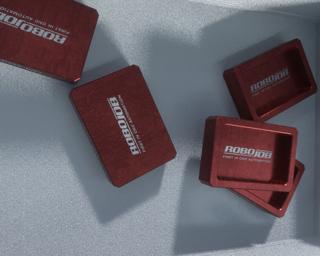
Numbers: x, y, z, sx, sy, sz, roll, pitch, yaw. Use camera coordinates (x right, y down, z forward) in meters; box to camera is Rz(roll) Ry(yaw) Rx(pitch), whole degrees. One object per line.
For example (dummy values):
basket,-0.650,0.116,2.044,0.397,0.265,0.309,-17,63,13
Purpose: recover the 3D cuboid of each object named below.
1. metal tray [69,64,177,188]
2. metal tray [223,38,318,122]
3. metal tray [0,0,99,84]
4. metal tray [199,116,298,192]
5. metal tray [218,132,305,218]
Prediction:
metal tray,-0.045,-0.003,0.391,0.091,0.030,0.129,-26,99,-18
metal tray,0.169,-0.070,0.469,0.131,0.030,0.090,-27,99,-18
metal tray,-0.146,-0.113,0.354,0.131,0.030,0.090,17,84,-19
metal tray,0.122,0.036,0.419,0.131,0.030,0.089,8,87,-20
metal tray,0.145,0.064,0.461,0.130,0.030,0.090,32,80,-17
